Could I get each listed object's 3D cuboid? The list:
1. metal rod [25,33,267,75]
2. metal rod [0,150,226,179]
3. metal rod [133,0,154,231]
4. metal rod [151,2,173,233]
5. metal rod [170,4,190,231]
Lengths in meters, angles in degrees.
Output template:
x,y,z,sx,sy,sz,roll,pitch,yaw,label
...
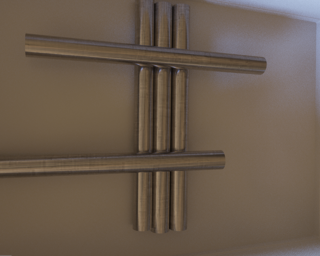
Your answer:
x,y,z,sx,sy,sz,roll,pitch,yaw,label
-0.001,-0.088,0.382,0.302,0.025,0.025,0,90,-20,metal rod
-0.068,0.042,0.365,0.302,0.025,0.025,0,90,-13,metal rod
-0.021,-0.019,0.402,0.025,0.025,0.298,1,90,-20,metal rod
0.002,-0.014,0.410,0.025,0.025,0.298,1,90,-20,metal rod
0.026,-0.014,0.418,0.025,0.025,0.298,1,90,-20,metal rod
